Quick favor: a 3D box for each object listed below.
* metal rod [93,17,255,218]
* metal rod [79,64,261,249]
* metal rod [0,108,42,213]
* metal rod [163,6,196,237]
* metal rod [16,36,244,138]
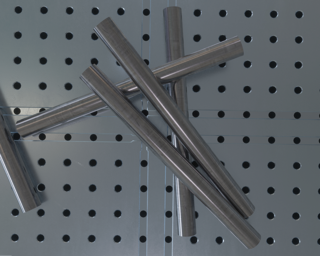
[{"bbox_3d":[0.025,-0.003,0.381,0.025,0.025,0.300,-38,103,0],"label":"metal rod"},{"bbox_3d":[0.017,0.040,0.384,0.025,0.025,0.300,-44,97,0],"label":"metal rod"},{"bbox_3d":[-0.229,-0.030,0.411,0.025,0.025,0.299,-23,90,0],"label":"metal rod"},{"bbox_3d":[0.026,-0.008,0.413,0.025,0.025,0.298,-4,90,0],"label":"metal rod"},{"bbox_3d":[-0.043,-0.049,0.395,0.301,0.025,0.025,-20,90,7],"label":"metal rod"}]
